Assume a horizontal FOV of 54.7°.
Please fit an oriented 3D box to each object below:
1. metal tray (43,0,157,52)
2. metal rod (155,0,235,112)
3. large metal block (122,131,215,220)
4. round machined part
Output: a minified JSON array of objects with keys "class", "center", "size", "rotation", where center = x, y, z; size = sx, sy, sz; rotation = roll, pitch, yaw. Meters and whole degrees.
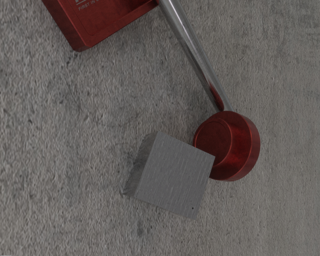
[{"class":"metal tray","center":[-0.064,-0.155,0.347],"size":[0.131,0.030,0.090],"rotation":[-44,117,-31]},{"class":"metal rod","center":[0.066,-0.075,0.436],"size":[0.025,0.025,0.300],"rotation":[-55,129,-26]},{"class":"large metal block","center":[0.011,0.058,0.381],"size":[0.080,0.050,0.080],"rotation":[25,73,-16]},{"class":"round machined part","center":[0.083,0.023,0.427],"size":[0.042,0.098,0.098],"rotation":[16,80,-39]}]
